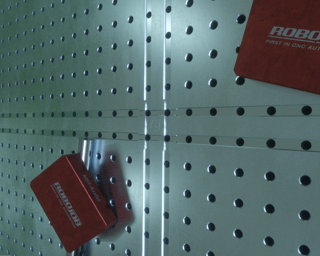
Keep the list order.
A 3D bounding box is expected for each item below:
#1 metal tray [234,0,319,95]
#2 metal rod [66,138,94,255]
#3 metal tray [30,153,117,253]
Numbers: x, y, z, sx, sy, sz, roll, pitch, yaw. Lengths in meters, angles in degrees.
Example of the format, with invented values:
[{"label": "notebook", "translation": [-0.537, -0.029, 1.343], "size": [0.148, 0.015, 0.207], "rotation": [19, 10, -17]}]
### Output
[{"label": "metal tray", "translation": [0.143, -0.079, 0.287], "size": [0.130, 0.030, 0.089], "rotation": [22, 104, 37]}, {"label": "metal rod", "translation": [-0.141, 0.165, 0.522], "size": [0.025, 0.025, 0.298], "rotation": [12, 98, 39]}, {"label": "metal tray", "translation": [-0.138, 0.117, 0.488], "size": [0.090, 0.030, 0.130], "rotation": [-37, 79, 20]}]
